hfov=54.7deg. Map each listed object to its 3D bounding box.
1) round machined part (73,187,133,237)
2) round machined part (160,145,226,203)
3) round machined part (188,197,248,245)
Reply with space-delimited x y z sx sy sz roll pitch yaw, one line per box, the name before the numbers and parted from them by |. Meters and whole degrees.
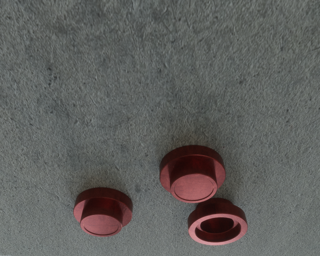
round machined part | -0.096 0.147 0.520 0.099 0.042 0.097 0 130 0
round machined part | 0.049 0.075 0.460 0.099 0.042 0.097 0 130 0
round machined part | 0.096 0.156 0.530 0.099 0.042 0.097 0 130 0
